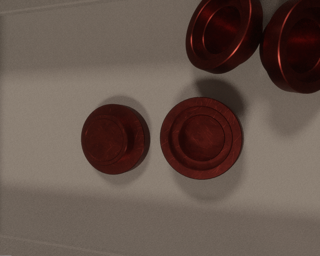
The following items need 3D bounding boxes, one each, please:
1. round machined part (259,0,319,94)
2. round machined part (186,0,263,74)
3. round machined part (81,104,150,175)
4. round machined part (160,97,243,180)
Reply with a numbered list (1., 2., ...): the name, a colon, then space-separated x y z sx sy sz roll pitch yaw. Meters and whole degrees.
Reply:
1. round machined part: 0.147 -0.087 0.331 0.042 0.099 0.097 24 101 61
2. round machined part: 0.078 -0.110 0.358 0.098 0.042 0.098 -18 66 50
3. round machined part: -0.067 0.016 0.424 0.098 0.042 0.097 0 90 19
4. round machined part: 0.053 0.012 0.382 0.098 0.042 0.097 0 90 19
